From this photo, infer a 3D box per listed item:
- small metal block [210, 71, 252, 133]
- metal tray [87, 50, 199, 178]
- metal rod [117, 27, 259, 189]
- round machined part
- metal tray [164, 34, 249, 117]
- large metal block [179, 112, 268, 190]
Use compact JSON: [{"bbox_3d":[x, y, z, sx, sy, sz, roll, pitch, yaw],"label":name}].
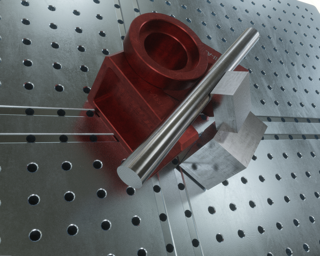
[{"bbox_3d":[0.082,-0.030,0.352,0.025,0.050,0.050,9,42,32],"label":"small metal block"},{"bbox_3d":[-0.025,-0.014,0.362,0.030,0.090,0.130,-33,81,-38],"label":"metal tray"},{"bbox_3d":[0.053,-0.046,0.350,0.025,0.025,0.301,42,51,0],"label":"metal rod"},{"bbox_3d":[0.003,-0.084,0.363,0.099,0.042,0.098,14,56,-21],"label":"round machined part"},{"bbox_3d":[0.046,-0.075,0.438,0.131,0.090,0.030,28,53,-11],"label":"metal tray"},{"bbox_3d":[0.081,0.023,0.400,0.050,0.080,0.080,42,51,0],"label":"large metal block"}]
